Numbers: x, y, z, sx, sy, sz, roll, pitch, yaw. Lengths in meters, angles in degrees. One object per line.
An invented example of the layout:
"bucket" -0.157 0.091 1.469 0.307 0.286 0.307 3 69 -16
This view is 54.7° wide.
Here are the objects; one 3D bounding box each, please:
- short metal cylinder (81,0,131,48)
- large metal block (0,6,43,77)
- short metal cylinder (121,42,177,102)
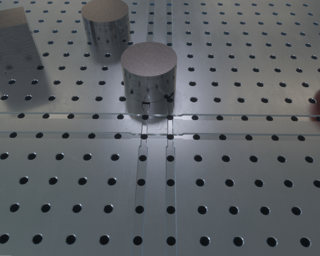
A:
"short metal cylinder" -0.094 -0.186 0.547 0.081 0.050 0.080 0 50 0
"large metal block" -0.238 -0.132 0.481 0.081 0.080 0.050 -18 52 -14
"short metal cylinder" -0.015 -0.084 0.462 0.081 0.050 0.080 0 50 0
